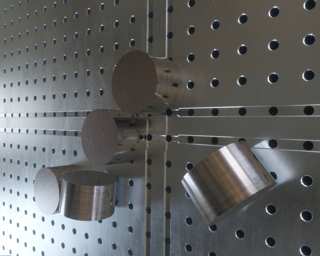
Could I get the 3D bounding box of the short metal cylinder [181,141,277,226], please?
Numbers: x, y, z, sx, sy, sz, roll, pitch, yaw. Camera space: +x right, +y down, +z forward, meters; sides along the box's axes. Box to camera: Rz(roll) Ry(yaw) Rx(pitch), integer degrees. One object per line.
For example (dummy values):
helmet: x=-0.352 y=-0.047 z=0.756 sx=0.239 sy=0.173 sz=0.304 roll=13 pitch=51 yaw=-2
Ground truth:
short metal cylinder: x=0.069 y=0.057 z=0.316 sx=0.080 sy=0.081 sz=0.050 roll=-47 pitch=62 yaw=30

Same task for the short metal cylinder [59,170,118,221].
short metal cylinder: x=-0.106 y=0.098 z=0.461 sx=0.080 sy=0.081 sz=0.050 roll=12 pitch=98 yaw=39

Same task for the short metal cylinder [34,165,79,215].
short metal cylinder: x=-0.175 y=0.106 z=0.538 sx=0.080 sy=0.050 sz=0.079 roll=0 pitch=90 yaw=40

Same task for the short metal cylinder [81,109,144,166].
short metal cylinder: x=-0.069 y=0.013 z=0.451 sx=0.080 sy=0.050 sz=0.079 roll=0 pitch=90 yaw=40

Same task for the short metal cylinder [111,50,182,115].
short metal cylinder: x=-0.018 y=-0.058 z=0.408 sx=0.080 sy=0.050 sz=0.079 roll=0 pitch=90 yaw=40
